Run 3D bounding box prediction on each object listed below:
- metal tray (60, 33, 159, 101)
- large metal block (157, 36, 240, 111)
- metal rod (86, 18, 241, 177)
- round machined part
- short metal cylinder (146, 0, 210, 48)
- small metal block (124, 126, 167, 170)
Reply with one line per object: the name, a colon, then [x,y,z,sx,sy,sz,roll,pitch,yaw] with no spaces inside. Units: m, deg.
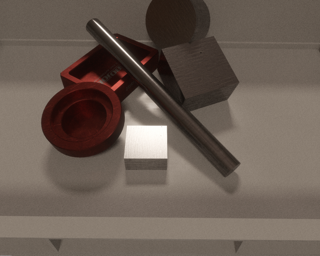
metal tray: [-0.073,-0.090,0.475,0.090,0.030,0.131,27,55,20]
large metal block: [0.051,-0.074,0.437,0.081,0.050,0.080,-18,71,-15]
metal rod: [-0.008,-0.053,0.419,0.025,0.025,0.300,-32,67,-24]
round machined part: [-0.093,-0.007,0.391,0.099,0.042,0.098,-2,60,4]
short metal cylinder: [0.026,-0.156,0.452,0.080,0.079,0.050,28,29,21]
small metal block: [-0.017,0.024,0.385,0.050,0.025,0.050,0,50,0]
